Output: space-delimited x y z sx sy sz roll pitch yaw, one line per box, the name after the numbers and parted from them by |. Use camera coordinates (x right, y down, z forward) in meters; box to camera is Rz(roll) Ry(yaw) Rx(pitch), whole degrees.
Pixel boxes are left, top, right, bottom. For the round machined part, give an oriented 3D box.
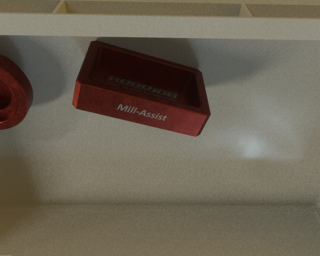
-0.196 -0.047 0.355 0.099 0.042 0.097 -1 130 0 | round machined part

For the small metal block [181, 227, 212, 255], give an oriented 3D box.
0.071 0.220 0.601 0.050 0.025 0.050 -12 129 9 | small metal block

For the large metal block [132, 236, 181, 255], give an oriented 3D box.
-0.010 0.266 0.622 0.081 0.050 0.079 13 129 -11 | large metal block

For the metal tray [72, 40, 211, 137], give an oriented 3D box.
-0.017 -0.044 0.328 0.131 0.090 0.030 13 129 -12 | metal tray
